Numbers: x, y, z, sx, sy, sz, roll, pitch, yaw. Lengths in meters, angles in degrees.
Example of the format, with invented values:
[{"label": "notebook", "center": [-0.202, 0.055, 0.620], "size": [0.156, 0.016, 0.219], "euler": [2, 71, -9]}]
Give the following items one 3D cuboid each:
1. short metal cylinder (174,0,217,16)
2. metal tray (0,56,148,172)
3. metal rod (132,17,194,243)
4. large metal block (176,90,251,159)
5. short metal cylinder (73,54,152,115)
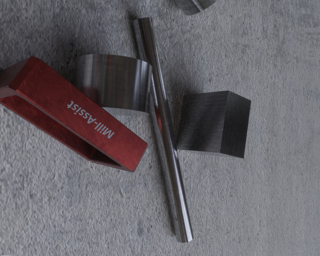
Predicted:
[{"label": "short metal cylinder", "center": [0.049, -0.197, 0.410], "size": [0.050, 0.080, 0.080], "euler": [44, 64, -32]}, {"label": "metal tray", "center": [-0.085, -0.007, 0.290], "size": [0.130, 0.090, 0.030], "euler": [41, 67, -33]}, {"label": "metal rod", "center": [0.006, 0.010, 0.409], "size": [0.025, 0.025, 0.298], "euler": [-19, 102, -39]}, {"label": "large metal block", "center": [0.073, -0.004, 0.430], "size": [0.050, 0.080, 0.080], "euler": [16, 80, -39]}, {"label": "short metal cylinder", "center": [-0.050, -0.042, 0.327], "size": [0.081, 0.080, 0.050], "euler": [6, 86, -40]}]
